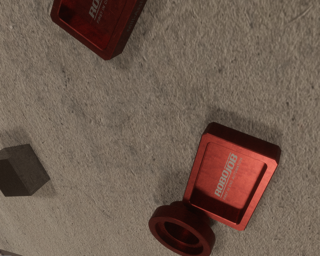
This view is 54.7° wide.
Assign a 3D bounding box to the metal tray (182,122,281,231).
[{"bbox_3d":[0.086,0.065,0.397,0.090,0.030,0.129,22,127,14],"label":"metal tray"}]

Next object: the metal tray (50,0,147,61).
[{"bbox_3d":[-0.062,-0.152,0.340,0.090,0.030,0.129,37,129,2],"label":"metal tray"}]

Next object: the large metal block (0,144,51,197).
[{"bbox_3d":[-0.267,0.080,0.578,0.080,0.050,0.080,-9,114,32],"label":"large metal block"}]

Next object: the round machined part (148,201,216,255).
[{"bbox_3d":[0.036,0.146,0.459,0.098,0.042,0.097,19,137,19],"label":"round machined part"}]
